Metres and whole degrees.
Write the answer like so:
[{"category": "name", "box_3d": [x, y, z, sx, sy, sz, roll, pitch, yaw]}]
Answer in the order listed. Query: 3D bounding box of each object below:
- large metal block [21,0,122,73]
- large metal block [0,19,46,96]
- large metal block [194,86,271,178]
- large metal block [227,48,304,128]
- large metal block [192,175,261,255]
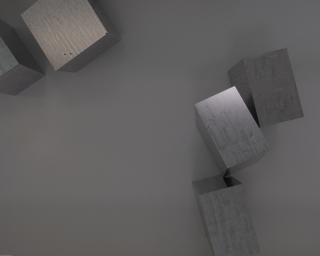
[{"category": "large metal block", "box_3d": [-0.109, -0.126, 0.389, 0.080, 0.050, 0.080, -31, 91, 14]}, {"category": "large metal block", "box_3d": [-0.199, -0.090, 0.382, 0.050, 0.080, 0.080, -34, 90, 0]}, {"category": "large metal block", "box_3d": [0.083, 0.009, 0.374, 0.050, 0.080, 0.080, -25, 72, 0]}, {"category": "large metal block", "box_3d": [0.126, -0.045, 0.385, 0.050, 0.080, 0.080, -14, 90, 0]}, {"category": "large metal block", "box_3d": [0.078, 0.106, 0.384, 0.050, 0.080, 0.080, -15, 90, 0]}]
